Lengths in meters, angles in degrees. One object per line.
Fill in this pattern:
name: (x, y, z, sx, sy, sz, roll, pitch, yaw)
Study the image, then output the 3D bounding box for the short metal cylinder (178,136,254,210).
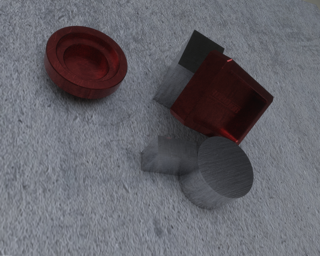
short metal cylinder: (0.070, 0.057, 0.392, 0.081, 0.050, 0.080, 14, 56, -21)

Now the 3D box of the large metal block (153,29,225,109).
large metal block: (0.040, -0.076, 0.438, 0.050, 0.080, 0.080, 30, 52, -8)

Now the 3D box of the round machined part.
round machined part: (-0.094, -0.077, 0.390, 0.099, 0.042, 0.098, 14, 56, -21)

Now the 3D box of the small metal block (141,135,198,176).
small metal block: (0.010, 0.035, 0.373, 0.050, 0.050, 0.025, 11, 58, -22)

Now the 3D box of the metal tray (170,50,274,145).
metal tray: (0.084, -0.030, 0.396, 0.131, 0.090, 0.030, 23, 16, -46)
